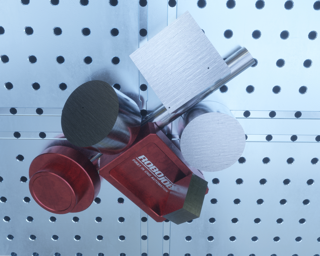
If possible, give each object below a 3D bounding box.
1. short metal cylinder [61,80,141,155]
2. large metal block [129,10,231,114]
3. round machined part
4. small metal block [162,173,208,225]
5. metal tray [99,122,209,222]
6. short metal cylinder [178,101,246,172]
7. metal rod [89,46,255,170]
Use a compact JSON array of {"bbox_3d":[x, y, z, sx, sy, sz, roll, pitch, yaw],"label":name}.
[{"bbox_3d":[-0.070,-0.011,0.373,0.080,0.050,0.080,-7,72,24],"label":"short metal cylinder"},{"bbox_3d":[0.025,-0.073,0.361,0.080,0.050,0.080,-35,87,12],"label":"large metal block"},{"bbox_3d":[-0.134,0.076,0.417,0.098,0.042,0.097,7,117,14],"label":"round machined part"},{"bbox_3d":[0.033,0.093,0.403,0.025,0.050,0.050,32,142,-13],"label":"small metal block"},{"bbox_3d":[-0.006,0.064,0.419,0.090,0.030,0.130,-36,119,12],"label":"metal tray"},{"bbox_3d":[0.065,0.010,0.404,0.081,0.050,0.079,0,110,0],"label":"short metal cylinder"},{"bbox_3d":[-0.009,-0.005,0.413,0.300,0.025,0.025,-35,107,12],"label":"metal rod"}]
